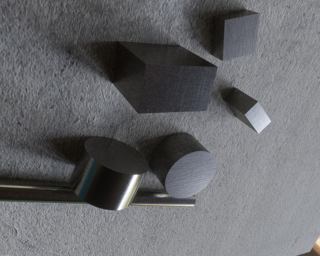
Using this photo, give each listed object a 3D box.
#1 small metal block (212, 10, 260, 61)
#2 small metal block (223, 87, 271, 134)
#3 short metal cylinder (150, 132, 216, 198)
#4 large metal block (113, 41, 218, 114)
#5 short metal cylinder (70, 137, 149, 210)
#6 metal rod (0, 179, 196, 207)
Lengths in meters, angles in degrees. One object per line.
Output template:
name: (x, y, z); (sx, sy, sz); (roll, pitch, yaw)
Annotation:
small metal block: (0.094, -0.117, 0.388); (0.050, 0.025, 0.050); (-17, 126, -19)
small metal block: (0.125, -0.025, 0.446); (0.025, 0.050, 0.050); (-45, 130, 3)
short metal cylinder: (0.033, 0.053, 0.443); (0.081, 0.050, 0.079); (-14, 125, -21)
large metal block: (0.002, -0.057, 0.338); (0.081, 0.080, 0.050); (-4, 120, -27)
short metal cylinder: (-0.060, 0.052, 0.372); (0.081, 0.080, 0.050); (13, 111, -34)
metal rod: (-0.073, 0.092, 0.425); (0.302, 0.025, 0.025); (11, 113, -34)
